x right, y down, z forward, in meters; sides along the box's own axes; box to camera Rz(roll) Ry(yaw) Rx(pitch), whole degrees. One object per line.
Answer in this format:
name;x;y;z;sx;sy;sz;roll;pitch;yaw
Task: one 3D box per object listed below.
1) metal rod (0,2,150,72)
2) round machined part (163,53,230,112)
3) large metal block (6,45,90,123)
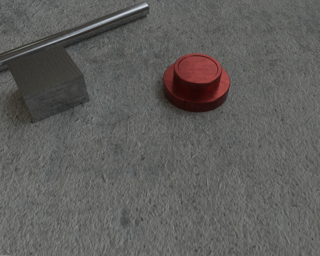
metal rod;-0.148;-0.162;0.536;0.302;0.025;0.025;-30;56;-23
round machined part;0.054;-0.072;0.454;0.099;0.042;0.098;0;50;0
large metal block;-0.158;-0.065;0.440;0.081;0.050;0.080;-26;55;-20
